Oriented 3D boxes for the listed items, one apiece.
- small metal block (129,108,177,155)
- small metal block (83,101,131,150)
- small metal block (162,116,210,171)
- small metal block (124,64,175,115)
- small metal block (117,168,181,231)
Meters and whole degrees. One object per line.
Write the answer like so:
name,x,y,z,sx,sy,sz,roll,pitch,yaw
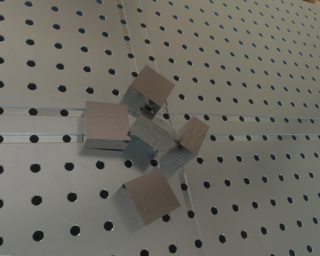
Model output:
small metal block,-0.008,0.003,0.385,0.050,0.025,0.050,35,10,-6
small metal block,-0.065,-0.003,0.373,0.050,0.025,0.050,4,60,-22
small metal block,0.033,0.020,0.397,0.025,0.050,0.050,35,51,-6
small metal block,-0.014,-0.053,0.432,0.050,0.025,0.050,35,51,-6
small metal block,-0.013,0.080,0.352,0.050,0.025,0.050,-19,72,-35
